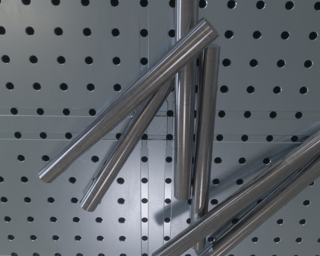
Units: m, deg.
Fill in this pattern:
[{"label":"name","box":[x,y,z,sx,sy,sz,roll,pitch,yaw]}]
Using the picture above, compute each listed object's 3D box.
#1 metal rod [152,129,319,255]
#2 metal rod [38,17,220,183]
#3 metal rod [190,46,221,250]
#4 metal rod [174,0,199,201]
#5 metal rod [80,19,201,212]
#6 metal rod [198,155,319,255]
[{"label":"metal rod","box":[0.113,0.099,0.431,0.300,0.025,0.025,-38,106,5]},{"label":"metal rod","box":[-0.054,-0.017,0.374,0.299,0.025,0.025,-39,106,25]},{"label":"metal rod","box":[0.059,0.041,0.428,0.025,0.025,0.298,1,110,0]},{"label":"metal rod","box":[0.030,-0.034,0.380,0.025,0.025,0.298,-1,118,0]},{"label":"metal rod","box":[-0.027,-0.006,0.410,0.025,0.025,0.299,30,107,-11]},{"label":"metal rod","box":[0.165,0.111,0.455,0.025,0.025,0.299,40,105,-13]}]
